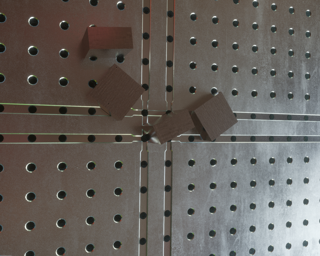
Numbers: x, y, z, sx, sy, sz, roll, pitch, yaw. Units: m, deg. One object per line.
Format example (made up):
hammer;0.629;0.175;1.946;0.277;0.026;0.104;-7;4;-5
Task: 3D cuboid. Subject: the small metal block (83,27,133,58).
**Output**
small metal block;-0.064;-0.103;0.375;0.050;0.050;0.025;-6;92;-20

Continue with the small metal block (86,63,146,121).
small metal block;-0.056;-0.044;0.392;0.050;0.025;0.050;40;77;-16

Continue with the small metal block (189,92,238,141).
small metal block;0.074;-0.016;0.440;0.050;0.025;0.050;-35;102;-17

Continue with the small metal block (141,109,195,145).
small metal block;0.009;-0.002;0.402;0.050;0.050;0.025;-26;99;-18
